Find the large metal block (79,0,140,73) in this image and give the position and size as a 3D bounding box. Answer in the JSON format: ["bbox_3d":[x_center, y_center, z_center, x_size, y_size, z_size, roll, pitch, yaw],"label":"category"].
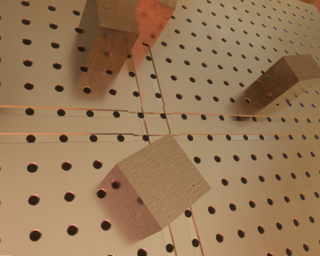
[{"bbox_3d":[-0.071,-0.133,0.417,0.050,0.080,0.080,2,61,-28],"label":"large metal block"}]

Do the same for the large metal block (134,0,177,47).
[{"bbox_3d":[-0.013,-0.191,0.484,0.050,0.080,0.080,20,54,-17],"label":"large metal block"}]

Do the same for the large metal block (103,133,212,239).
[{"bbox_3d":[-0.003,0.064,0.353,0.081,0.050,0.080,-29,78,-38],"label":"large metal block"}]

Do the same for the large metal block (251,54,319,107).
[{"bbox_3d":[0.227,-0.084,0.549,0.081,0.080,0.050,-12,68,-33],"label":"large metal block"}]
